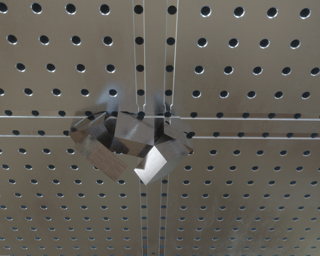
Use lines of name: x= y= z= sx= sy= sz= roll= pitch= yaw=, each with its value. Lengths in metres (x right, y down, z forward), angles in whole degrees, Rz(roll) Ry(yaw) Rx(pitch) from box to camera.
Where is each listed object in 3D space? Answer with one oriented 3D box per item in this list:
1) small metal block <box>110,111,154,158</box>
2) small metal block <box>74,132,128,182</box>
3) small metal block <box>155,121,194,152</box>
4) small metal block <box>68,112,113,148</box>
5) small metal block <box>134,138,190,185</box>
small metal block: x=-0.035 y=0.009 z=0.402 sx=0.050 sy=0.050 sz=0.025 roll=14 pitch=129 yaw=-13
small metal block: x=-0.075 y=0.035 z=0.388 sx=0.025 sy=0.050 sz=0.050 roll=-50 pitch=122 yaw=-10
small metal block: x=0.011 y=0.025 z=0.434 sx=0.050 sy=0.025 sz=0.050 roll=29 pitch=124 yaw=-23
small metal block: x=-0.087 y=0.011 z=0.420 sx=0.050 sy=0.025 sz=0.050 roll=-15 pitch=129 yaw=12
small metal block: x=0.003 y=0.042 z=0.396 sx=0.050 sy=0.025 sz=0.050 roll=-15 pitch=150 yaw=-51
